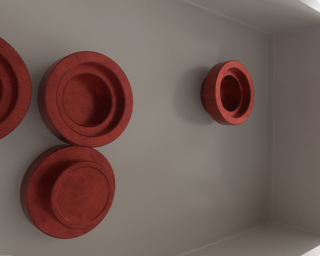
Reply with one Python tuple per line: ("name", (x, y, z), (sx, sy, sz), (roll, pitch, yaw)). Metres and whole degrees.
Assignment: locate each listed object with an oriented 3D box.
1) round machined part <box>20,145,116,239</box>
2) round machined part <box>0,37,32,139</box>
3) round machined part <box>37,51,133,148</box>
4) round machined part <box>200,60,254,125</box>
("round machined part", (-0.088, 0.066, 0.323), (0.099, 0.042, 0.097), (0, 90, -40))
("round machined part", (-0.164, -0.033, 0.258), (0.099, 0.042, 0.097), (0, 90, -40))
("round machined part", (-0.081, -0.029, 0.329), (0.099, 0.042, 0.097), (0, 90, -40))
("round machined part", (0.101, -0.053, 0.483), (0.099, 0.042, 0.097), (0, 90, -40))
